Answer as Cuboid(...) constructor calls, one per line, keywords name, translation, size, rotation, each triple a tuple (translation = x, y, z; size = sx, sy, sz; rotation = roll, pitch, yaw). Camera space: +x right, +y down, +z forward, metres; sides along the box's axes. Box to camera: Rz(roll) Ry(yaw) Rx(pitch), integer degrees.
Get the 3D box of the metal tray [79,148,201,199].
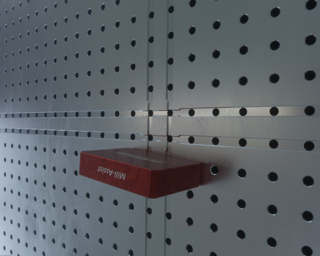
Cuboid(name="metal tray", translation=(-0.027, 0.051, 0.390), size=(0.130, 0.091, 0.030), rotation=(8, 95, 40))
